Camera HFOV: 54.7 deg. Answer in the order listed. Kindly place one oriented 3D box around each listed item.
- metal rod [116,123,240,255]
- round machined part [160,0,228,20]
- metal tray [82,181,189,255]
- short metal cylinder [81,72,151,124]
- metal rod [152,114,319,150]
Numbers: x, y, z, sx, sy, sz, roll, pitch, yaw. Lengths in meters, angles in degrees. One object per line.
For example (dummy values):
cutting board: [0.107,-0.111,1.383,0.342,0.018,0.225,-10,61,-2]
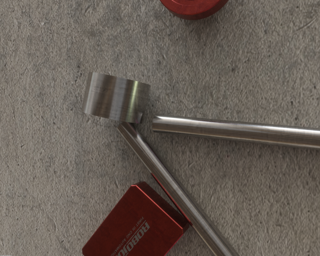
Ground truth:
metal rod: [0.043,0.109,0.393,0.025,0.025,0.300,-43,77,15]
round machined part: [0.045,-0.182,0.384,0.098,0.042,0.097,0,90,20]
metal tray: [-0.035,0.149,0.419,0.090,0.030,0.130,40,102,15]
short metal cylinder: [-0.056,-0.039,0.400,0.080,0.080,0.050,13,95,19]
metal rod: [0.136,0.008,0.361,0.301,0.025,0.025,6,92,19]
